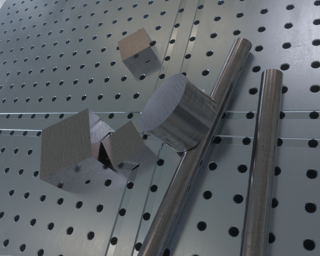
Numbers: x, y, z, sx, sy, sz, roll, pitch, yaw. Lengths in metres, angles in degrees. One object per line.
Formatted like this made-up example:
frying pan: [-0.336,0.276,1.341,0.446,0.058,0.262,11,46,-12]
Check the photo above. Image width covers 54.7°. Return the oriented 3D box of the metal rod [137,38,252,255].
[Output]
metal rod: [0.049,0.015,0.373,0.025,0.025,0.300,14,69,34]

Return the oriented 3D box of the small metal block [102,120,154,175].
small metal block: [-0.044,0.026,0.415,0.050,0.025,0.050,-36,51,4]

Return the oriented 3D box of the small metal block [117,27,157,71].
small metal block: [-0.038,-0.129,0.508,0.050,0.025,0.050,-25,53,12]

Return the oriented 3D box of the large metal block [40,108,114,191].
large metal block: [-0.117,0.031,0.435,0.080,0.050,0.080,-23,53,14]

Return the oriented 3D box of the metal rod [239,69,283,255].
metal rod: [0.101,0.068,0.313,0.025,0.025,0.300,1,62,28]

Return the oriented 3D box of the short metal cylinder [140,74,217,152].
short metal cylinder: [0.021,-0.018,0.372,0.080,0.050,0.080,-41,29,29]
